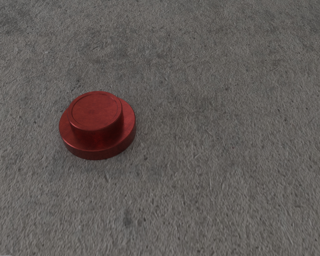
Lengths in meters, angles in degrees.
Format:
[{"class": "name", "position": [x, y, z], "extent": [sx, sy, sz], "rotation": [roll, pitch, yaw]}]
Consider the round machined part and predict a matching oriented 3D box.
[{"class": "round machined part", "position": [-0.081, -0.010, 0.401], "extent": [0.099, 0.042, 0.098], "rotation": [0, 50, 0]}]
